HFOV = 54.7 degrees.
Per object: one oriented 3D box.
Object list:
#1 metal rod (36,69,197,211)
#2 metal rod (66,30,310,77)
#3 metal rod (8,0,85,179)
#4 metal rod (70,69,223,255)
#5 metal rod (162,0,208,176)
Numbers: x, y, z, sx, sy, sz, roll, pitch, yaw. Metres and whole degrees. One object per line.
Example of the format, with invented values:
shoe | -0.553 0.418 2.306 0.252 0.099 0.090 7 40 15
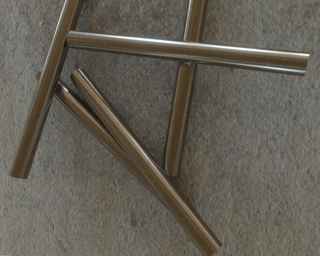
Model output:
metal rod | -0.069 0.016 0.432 0.300 0.025 0.025 42 103 14
metal rod | 0.015 -0.094 0.375 0.301 0.025 0.025 12 94 21
metal rod | -0.154 -0.076 0.436 0.025 0.025 0.299 15 85 19
metal rod | -0.029 0.032 0.400 0.025 0.025 0.300 -45 70 14
metal rod | 0.037 -0.088 0.395 0.025 0.025 0.298 10 93 19
